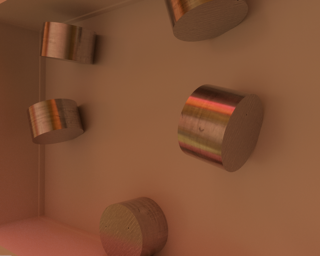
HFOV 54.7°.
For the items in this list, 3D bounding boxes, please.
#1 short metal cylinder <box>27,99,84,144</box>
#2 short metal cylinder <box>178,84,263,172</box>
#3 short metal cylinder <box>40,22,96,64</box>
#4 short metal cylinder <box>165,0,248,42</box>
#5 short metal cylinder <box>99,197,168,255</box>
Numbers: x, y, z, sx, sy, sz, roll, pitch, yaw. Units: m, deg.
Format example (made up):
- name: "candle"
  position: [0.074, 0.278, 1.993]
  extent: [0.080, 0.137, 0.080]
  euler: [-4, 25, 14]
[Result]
- name: "short metal cylinder"
  position: [-0.172, -0.009, 0.510]
  extent: [0.080, 0.081, 0.050]
  euler: [-26, 74, 37]
- name: "short metal cylinder"
  position: [0.063, -0.001, 0.318]
  extent: [0.050, 0.081, 0.079]
  euler: [20, 103, 38]
- name: "short metal cylinder"
  position: [-0.144, -0.131, 0.487]
  extent: [0.080, 0.081, 0.050]
  euler: [15, 99, 39]
- name: "short metal cylinder"
  position: [0.047, -0.135, 0.331]
  extent: [0.080, 0.081, 0.050]
  euler: [-22, 76, 37]
- name: "short metal cylinder"
  position: [-0.036, 0.138, 0.418]
  extent: [0.080, 0.050, 0.079]
  euler: [0, 90, 39]
